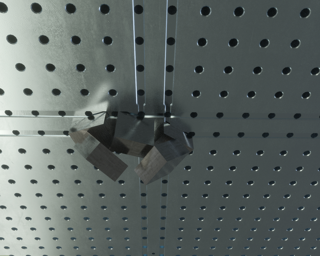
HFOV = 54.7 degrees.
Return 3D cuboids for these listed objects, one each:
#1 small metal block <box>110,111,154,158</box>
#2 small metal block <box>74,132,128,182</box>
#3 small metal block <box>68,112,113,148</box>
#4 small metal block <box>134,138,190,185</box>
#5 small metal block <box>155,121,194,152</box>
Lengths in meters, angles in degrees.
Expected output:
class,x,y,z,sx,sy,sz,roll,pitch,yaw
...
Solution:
class,x,y,z,sx,sy,sz,roll,pitch,yaw
small metal block,-0.035,0.009,0.402,0.050,0.050,0.025,14,129,-13
small metal block,-0.075,0.035,0.388,0.025,0.050,0.050,-50,122,-10
small metal block,-0.087,0.011,0.420,0.050,0.025,0.050,-15,129,12
small metal block,0.003,0.042,0.396,0.050,0.025,0.050,-15,150,-51
small metal block,0.011,0.025,0.434,0.050,0.025,0.050,29,124,-23
